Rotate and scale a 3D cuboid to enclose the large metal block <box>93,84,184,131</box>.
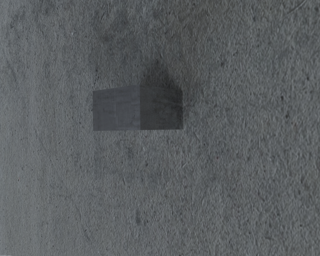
[{"bbox_3d":[-0.027,-0.022,0.391,0.080,0.081,0.050,-1,89,39],"label":"large metal block"}]
